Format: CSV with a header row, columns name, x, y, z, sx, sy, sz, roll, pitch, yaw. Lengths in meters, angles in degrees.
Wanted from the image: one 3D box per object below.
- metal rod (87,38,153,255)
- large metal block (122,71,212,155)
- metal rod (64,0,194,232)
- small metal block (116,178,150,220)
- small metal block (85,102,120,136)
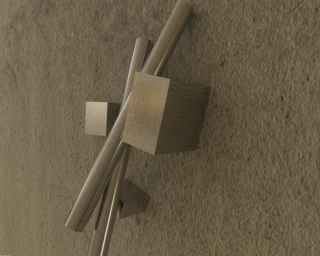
name,x,y,z,sx,sy,sz,roll,pitch,yaw
metal rod,-0.050,0.028,0.398,0.025,0.025,0.299,4,79,39
large metal block,0.009,-0.017,0.360,0.050,0.081,0.079,20,102,38
metal rod,-0.036,-0.016,0.374,0.025,0.025,0.299,25,87,37
small metal block,-0.051,0.096,0.428,0.050,0.050,0.025,29,109,36
small metal block,-0.089,-0.014,0.476,0.050,0.025,0.050,5,93,39
